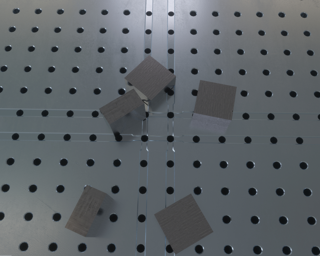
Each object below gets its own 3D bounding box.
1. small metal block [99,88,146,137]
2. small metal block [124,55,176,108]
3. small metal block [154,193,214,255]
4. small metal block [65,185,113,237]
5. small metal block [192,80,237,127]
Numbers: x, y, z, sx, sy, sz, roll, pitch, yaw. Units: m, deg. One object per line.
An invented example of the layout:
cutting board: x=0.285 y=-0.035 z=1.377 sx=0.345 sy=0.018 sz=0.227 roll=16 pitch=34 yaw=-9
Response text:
small metal block: x=-0.047 y=-0.019 z=0.405 sx=0.050 sy=0.050 sz=0.025 roll=-32 pitch=73 yaw=-11
small metal block: x=-0.013 y=-0.066 z=0.436 sx=0.050 sy=0.025 sz=0.050 roll=41 pitch=75 yaw=13
small metal block: x=0.027 y=0.114 z=0.370 sx=0.050 sy=0.025 sz=0.050 roll=-27 pitch=72 yaw=-10
small metal block: x=-0.081 y=0.098 z=0.362 sx=0.025 sy=0.050 sz=0.050 roll=22 pitch=72 yaw=8
small metal block: x=0.074 y=-0.034 z=0.425 sx=0.050 sy=0.025 sz=0.050 roll=12 pitch=70 yaw=4
